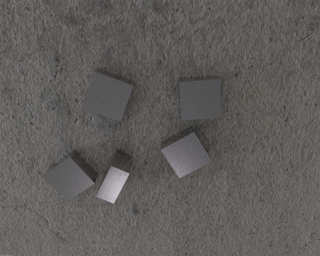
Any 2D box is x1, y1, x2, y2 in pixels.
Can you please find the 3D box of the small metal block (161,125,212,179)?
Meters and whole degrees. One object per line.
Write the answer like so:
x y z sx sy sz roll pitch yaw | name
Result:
0.035 0.033 0.422 0.050 0.025 0.050 -29 108 10 | small metal block

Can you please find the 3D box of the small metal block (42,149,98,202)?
-0.124 0.067 0.433 0.050 0.025 0.050 -35 107 12 | small metal block

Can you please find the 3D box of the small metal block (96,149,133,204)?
-0.061 0.065 0.420 0.025 0.050 0.050 25 108 -9 | small metal block

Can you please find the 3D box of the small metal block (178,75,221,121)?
0.050 -0.039 0.396 0.050 0.025 0.050 -4 110 1 | small metal block

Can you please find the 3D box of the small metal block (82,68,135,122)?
-0.064 -0.042 0.393 0.050 0.025 0.050 19 109 -7 | small metal block
